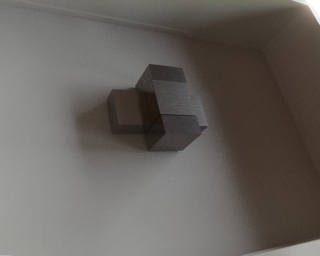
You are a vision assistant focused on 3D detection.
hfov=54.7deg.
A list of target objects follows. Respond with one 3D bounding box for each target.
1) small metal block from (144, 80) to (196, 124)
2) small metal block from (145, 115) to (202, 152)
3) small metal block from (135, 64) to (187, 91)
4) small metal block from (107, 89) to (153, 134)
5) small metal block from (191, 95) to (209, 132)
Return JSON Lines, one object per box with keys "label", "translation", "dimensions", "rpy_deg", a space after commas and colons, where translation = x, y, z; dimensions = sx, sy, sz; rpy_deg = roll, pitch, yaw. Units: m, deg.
{"label": "small metal block", "translation": [0.012, -0.032, 0.396], "dimensions": [0.050, 0.025, 0.050], "rpy_deg": [1, 61, -28]}
{"label": "small metal block", "translation": [0.016, 0.007, 0.389], "dimensions": [0.050, 0.050, 0.025], "rpy_deg": [1, 62, -28]}
{"label": "small metal block", "translation": [0.000, -0.059, 0.423], "dimensions": [0.050, 0.050, 0.025], "rpy_deg": [1, 62, -28]}
{"label": "small metal block", "translation": [-0.037, -0.020, 0.395], "dimensions": [0.050, 0.025, 0.050], "rpy_deg": [1, 61, -28]}
{"label": "small metal block", "translation": [0.034, -0.019, 0.433], "dimensions": [0.050, 0.025, 0.050], "rpy_deg": [1, 61, -28]}
